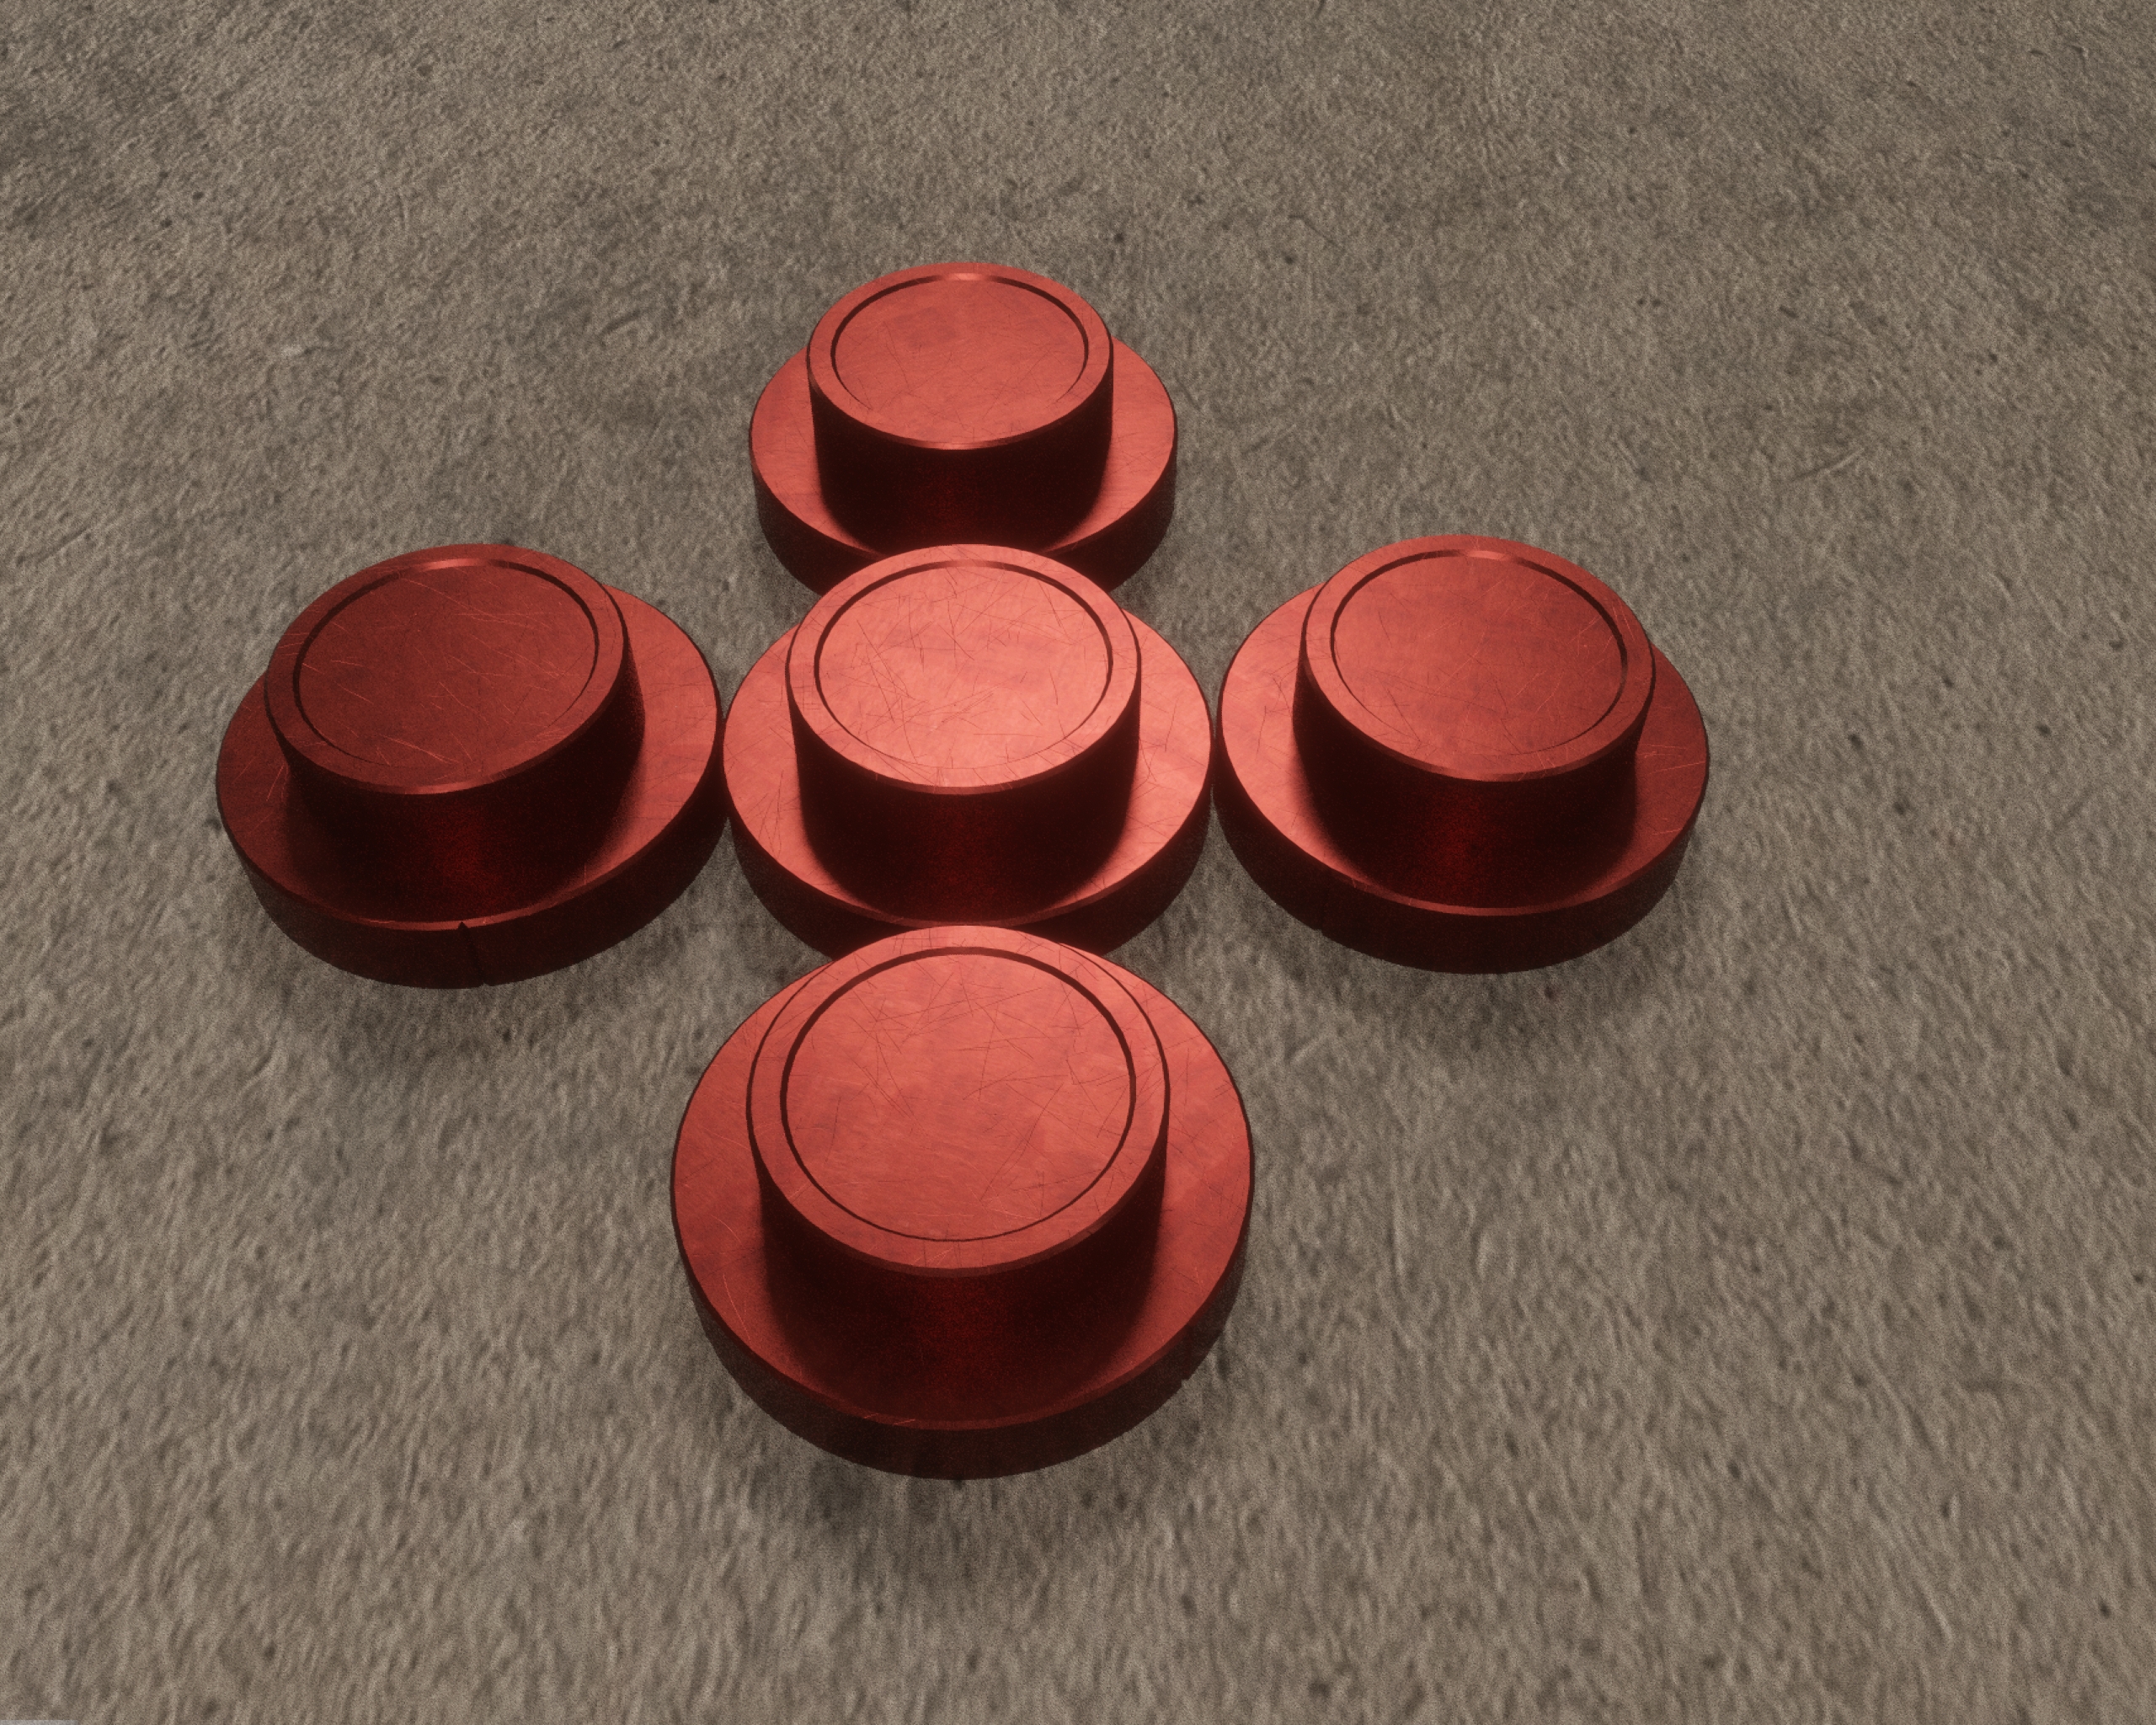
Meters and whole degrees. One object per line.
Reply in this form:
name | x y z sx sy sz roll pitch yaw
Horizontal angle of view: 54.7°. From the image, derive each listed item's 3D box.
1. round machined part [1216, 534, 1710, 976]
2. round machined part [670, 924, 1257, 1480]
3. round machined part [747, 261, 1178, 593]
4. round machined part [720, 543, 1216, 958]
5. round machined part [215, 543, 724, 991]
round machined part | 0.077 -0.028 0.419 0.099 0.042 0.098 0 50 0
round machined part | -0.019 0.049 0.352 0.099 0.042 0.098 0 50 0
round machined part | -0.026 -0.101 0.478 0.099 0.042 0.098 0 50 0
round machined part | -0.022 -0.026 0.415 0.099 0.042 0.098 0 50 0
round machined part | -0.120 -0.026 0.414 0.099 0.042 0.098 0 50 0
